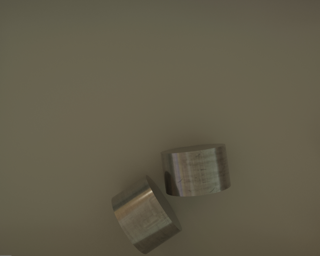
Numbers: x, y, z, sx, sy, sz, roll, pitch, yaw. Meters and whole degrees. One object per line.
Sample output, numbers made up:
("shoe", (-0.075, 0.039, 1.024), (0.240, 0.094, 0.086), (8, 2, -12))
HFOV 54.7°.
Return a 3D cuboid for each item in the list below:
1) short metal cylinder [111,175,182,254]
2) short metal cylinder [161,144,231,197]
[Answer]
("short metal cylinder", (-0.016, 0.106, 0.384), (0.050, 0.080, 0.080), (-34, 90, 0))
("short metal cylinder", (0.044, 0.050, 0.384), (0.080, 0.080, 0.050), (-8, 90, 0))
